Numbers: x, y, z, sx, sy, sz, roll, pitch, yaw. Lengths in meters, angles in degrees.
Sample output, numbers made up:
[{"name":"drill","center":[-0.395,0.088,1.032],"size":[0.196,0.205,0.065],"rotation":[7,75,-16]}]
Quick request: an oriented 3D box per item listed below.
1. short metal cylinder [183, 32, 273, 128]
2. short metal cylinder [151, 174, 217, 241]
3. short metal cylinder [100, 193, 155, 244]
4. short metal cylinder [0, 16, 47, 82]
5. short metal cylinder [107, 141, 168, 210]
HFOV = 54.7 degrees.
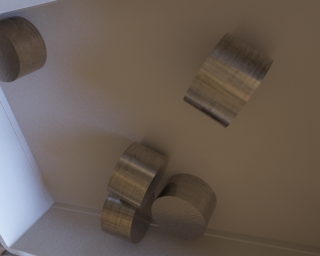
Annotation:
[{"name":"short metal cylinder","center":[0.067,-0.047,0.309],"size":[0.050,0.080,0.079],"rotation":[34,129,6]},{"name":"short metal cylinder","center":[0.035,0.113,0.444],"size":[0.080,0.050,0.079],"rotation":[13,124,21]},{"name":"short metal cylinder","center":[-0.048,0.131,0.479],"size":[0.050,0.080,0.079],"rotation":[12,124,21]},{"name":"short metal cylinder","center":[-0.209,-0.111,0.434],"size":[0.080,0.050,0.079],"rotation":[13,124,21]},{"name":"short metal cylinder","center":[-0.029,0.065,0.429],"size":[0.050,0.080,0.079],"rotation":[27,128,11]}]
